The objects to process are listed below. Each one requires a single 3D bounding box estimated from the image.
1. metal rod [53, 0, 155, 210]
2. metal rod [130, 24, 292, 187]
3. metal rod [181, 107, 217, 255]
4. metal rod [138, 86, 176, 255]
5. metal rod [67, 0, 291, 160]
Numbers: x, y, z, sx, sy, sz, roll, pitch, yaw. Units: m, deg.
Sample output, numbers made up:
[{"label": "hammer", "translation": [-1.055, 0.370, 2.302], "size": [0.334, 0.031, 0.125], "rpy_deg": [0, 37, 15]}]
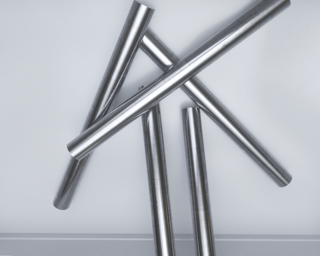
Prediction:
[{"label": "metal rod", "translation": [-0.080, -0.011, 0.390], "size": [0.025, 0.025, 0.298], "rpy_deg": [24, 114, -9]}, {"label": "metal rod", "translation": [0.071, -0.024, 0.403], "size": [0.300, 0.025, 0.025], "rpy_deg": [43, 104, -15]}, {"label": "metal rod", "translation": [0.053, 0.122, 0.379], "size": [0.025, 0.025, 0.298], "rpy_deg": [-5, 80, 1]}, {"label": "metal rod", "translation": [0.001, 0.096, 0.377], "size": [0.025, 0.025, 0.298], "rpy_deg": [-6, 83, 2]}, {"label": "metal rod", "translation": [0.017, -0.059, 0.361], "size": [0.300, 0.025, 0.025], "rpy_deg": [-36, 107, 6]}]
